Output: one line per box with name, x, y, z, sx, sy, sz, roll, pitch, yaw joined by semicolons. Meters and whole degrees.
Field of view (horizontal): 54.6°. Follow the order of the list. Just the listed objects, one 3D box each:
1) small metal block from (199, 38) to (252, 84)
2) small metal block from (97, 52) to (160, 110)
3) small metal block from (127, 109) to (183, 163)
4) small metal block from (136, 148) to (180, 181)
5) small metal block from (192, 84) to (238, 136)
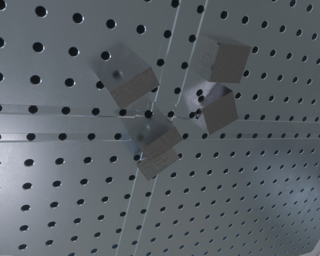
small metal block;0.084;-0.087;0.403;0.050;0.025;0.050;-2;119;-28
small metal block;-0.036;-0.053;0.342;0.050;0.050;0.025;-34;129;-6
small metal block;-0.007;0.009;0.396;0.050;0.050;0.025;-35;128;-5
small metal block;-0.004;0.044;0.416;0.050;0.050;0.025;-35;90;-5
small metal block;0.079;-0.025;0.438;0.050;0.025;0.050;-30;128;-9
